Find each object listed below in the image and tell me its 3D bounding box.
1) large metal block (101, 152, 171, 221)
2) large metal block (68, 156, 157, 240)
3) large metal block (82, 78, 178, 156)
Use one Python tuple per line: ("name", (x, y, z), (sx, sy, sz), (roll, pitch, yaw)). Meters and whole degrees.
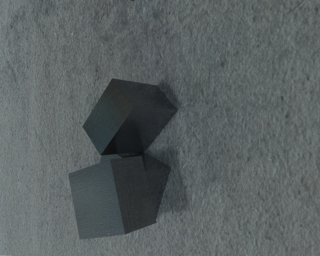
("large metal block", (-0.041, 0.076, 0.420), (0.080, 0.050, 0.079), (25, 106, 37))
("large metal block", (-0.059, 0.083, 0.370), (0.080, 0.050, 0.080), (-21, 77, 37))
("large metal block", (-0.038, -0.012, 0.399), (0.080, 0.081, 0.050), (-52, 60, 27))
